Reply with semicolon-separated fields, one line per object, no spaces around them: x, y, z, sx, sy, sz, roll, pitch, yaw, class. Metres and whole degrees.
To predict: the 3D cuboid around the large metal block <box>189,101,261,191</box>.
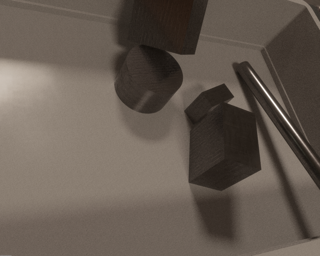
0.080;0.026;0.399;0.050;0.080;0.080;18;55;-19;large metal block

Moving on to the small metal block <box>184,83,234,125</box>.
0.071;-0.035;0.451;0.050;0.050;0.025;-24;75;-37;small metal block

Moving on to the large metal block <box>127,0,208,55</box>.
0.011;-0.147;0.411;0.080;0.079;0.050;21;21;21;large metal block

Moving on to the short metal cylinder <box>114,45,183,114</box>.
-0.016;-0.066;0.423;0.081;0.050;0.080;14;56;-21;short metal cylinder

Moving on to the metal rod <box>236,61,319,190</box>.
0.195;0.003;0.470;0.025;0.025;0.299;0;49;-29;metal rod
